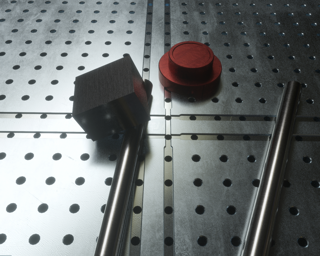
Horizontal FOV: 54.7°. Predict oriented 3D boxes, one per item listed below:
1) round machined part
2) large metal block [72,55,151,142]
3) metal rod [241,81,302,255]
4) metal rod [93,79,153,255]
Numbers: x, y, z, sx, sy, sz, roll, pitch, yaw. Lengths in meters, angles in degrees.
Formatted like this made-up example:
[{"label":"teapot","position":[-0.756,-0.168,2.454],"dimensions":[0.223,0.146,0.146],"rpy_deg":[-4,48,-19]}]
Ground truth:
[{"label":"round machined part","position":[0.047,-0.098,0.479],"dimensions":[0.099,0.042,0.098],"rpy_deg":[0,50,0]},{"label":"large metal block","position":[-0.063,-0.039,0.403],"dimensions":[0.080,0.050,0.080],"rpy_deg":[-20,44,9]},{"label":"metal rod","position":[0.138,0.045,0.371],"dimensions":[0.025,0.025,0.301],"rpy_deg":[19,52,14]},{"label":"metal rod","position":[-0.040,0.050,0.364],"dimensions":[0.025,0.025,0.300],"rpy_deg":[5,50,4]}]
